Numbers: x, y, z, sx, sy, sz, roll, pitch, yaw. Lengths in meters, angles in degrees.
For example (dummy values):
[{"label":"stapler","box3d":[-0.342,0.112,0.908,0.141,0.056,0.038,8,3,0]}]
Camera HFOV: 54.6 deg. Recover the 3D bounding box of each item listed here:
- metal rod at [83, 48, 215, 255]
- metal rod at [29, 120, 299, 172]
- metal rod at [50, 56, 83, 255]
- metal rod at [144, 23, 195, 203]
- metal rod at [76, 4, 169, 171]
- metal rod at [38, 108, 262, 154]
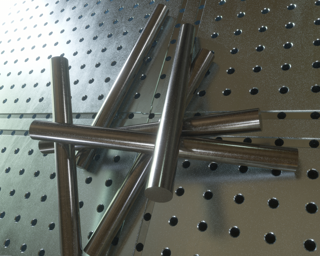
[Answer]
[{"label":"metal rod","box3d":[-0.006,0.022,0.398,0.025,0.025,0.300,19,71,35]},{"label":"metal rod","box3d":[-0.007,0.018,0.350,0.301,0.025,0.025,6,64,12]},{"label":"metal rod","box3d":[-0.119,0.047,0.390,0.025,0.025,0.299,-16,72,19]},{"label":"metal rod","box3d":[0.021,-0.046,0.375,0.025,0.025,0.300,-12,41,22]},{"label":"metal rod","box3d":[-0.055,-0.074,0.483,0.025,0.025,0.300,12,68,33]},{"label":"metal rod","box3d":[-0.030,0.008,0.386,0.300,0.025,0.025,-7,59,24]}]
